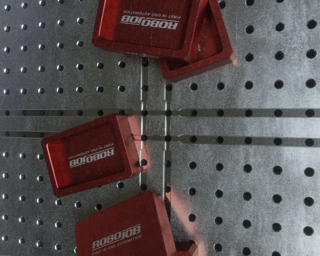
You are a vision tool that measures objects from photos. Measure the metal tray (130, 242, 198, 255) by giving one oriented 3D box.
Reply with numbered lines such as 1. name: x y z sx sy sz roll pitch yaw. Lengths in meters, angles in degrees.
1. metal tray: 0.006 0.219 0.407 0.090 0.030 0.129 -4 89 19

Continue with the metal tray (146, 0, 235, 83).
1. metal tray: 0.034 -0.134 0.397 0.090 0.030 0.129 -17 84 18

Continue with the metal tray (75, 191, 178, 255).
1. metal tray: -0.049 0.149 0.407 0.130 0.030 0.090 -26 57 18

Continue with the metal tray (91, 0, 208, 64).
1. metal tray: -0.014 -0.134 0.381 0.130 0.030 0.089 13 94 19

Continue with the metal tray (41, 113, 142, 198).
1. metal tray: -0.100 0.040 0.443 0.130 0.030 0.090 -18 84 18
